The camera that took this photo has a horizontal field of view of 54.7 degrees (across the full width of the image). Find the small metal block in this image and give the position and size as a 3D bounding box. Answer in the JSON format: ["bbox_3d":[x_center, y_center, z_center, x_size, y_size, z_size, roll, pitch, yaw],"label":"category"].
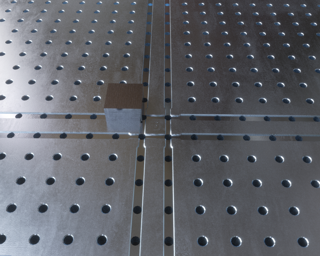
[{"bbox_3d":[-0.049,-0.037,0.438,0.050,0.025,0.050,1,50,0],"label":"small metal block"}]
